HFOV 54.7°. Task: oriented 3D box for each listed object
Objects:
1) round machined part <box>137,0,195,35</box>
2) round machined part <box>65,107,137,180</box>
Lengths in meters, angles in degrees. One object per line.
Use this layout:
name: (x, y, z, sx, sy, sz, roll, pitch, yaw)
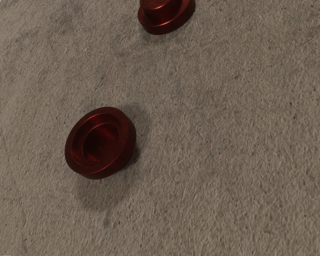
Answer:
round machined part: (0.006, -0.206, 0.515, 0.098, 0.042, 0.098, -13, 56, 20)
round machined part: (-0.075, 0.023, 0.416, 0.098, 0.042, 0.098, -13, 56, 20)
